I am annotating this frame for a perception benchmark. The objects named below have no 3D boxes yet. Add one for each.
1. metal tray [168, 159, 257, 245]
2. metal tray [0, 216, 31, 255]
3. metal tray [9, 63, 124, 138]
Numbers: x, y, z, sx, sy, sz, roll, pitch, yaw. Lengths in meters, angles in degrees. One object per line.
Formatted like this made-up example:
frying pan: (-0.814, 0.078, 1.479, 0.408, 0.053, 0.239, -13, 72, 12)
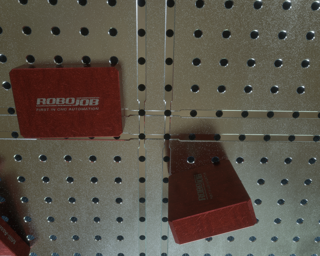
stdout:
metal tray: (0.058, 0.085, 0.388, 0.090, 0.130, 0.030, -17, 103, 6)
metal tray: (-0.265, 0.166, 0.451, 0.090, 0.030, 0.129, -17, 124, 6)
metal tray: (-0.114, -0.035, 0.396, 0.131, 0.030, 0.089, -1, 110, 0)
